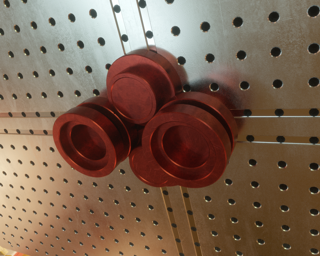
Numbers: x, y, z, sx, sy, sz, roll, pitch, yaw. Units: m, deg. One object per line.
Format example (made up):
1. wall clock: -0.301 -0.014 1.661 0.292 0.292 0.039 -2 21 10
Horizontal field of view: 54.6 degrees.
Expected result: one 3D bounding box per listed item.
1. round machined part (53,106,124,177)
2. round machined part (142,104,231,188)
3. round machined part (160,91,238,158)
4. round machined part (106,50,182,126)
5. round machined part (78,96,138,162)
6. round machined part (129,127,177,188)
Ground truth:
1. round machined part: -0.090 0.015 0.415 0.098 0.042 0.097 13 124 21
2. round machined part: 0.032 0.017 0.352 0.098 0.042 0.097 13 124 21
3. round machined part: 0.045 0.000 0.376 0.098 0.042 0.097 13 124 21
4. round machined part: -0.026 -0.044 0.387 0.098 0.042 0.097 13 124 21
5. round machined part: -0.074 0.000 0.439 0.098 0.042 0.097 13 124 21
6. round machined part: -0.004 0.043 0.428 0.098 0.042 0.097 13 124 21
